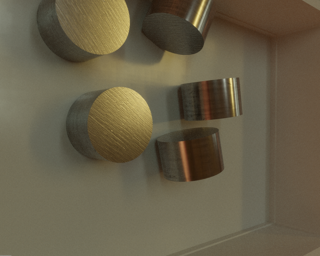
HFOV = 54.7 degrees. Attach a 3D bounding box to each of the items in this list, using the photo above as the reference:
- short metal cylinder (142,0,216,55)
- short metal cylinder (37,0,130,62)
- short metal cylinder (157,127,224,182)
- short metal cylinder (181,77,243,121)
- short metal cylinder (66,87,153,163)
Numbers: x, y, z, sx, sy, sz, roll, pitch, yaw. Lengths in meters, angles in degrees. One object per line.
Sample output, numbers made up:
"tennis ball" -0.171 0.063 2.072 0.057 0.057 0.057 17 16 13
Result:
"short metal cylinder" 0.024 -0.137 0.391 0.080 0.080 0.050 33 70 -35
"short metal cylinder" -0.079 -0.113 0.323 0.081 0.050 0.080 0 90 -40
"short metal cylinder" 0.040 0.032 0.404 0.081 0.080 0.050 -17 101 -39
"short metal cylinder" 0.071 -0.040 0.430 0.081 0.080 0.050 -12 98 -39
"short metal cylinder" -0.055 -0.003 0.344 0.081 0.050 0.080 0 90 -40
